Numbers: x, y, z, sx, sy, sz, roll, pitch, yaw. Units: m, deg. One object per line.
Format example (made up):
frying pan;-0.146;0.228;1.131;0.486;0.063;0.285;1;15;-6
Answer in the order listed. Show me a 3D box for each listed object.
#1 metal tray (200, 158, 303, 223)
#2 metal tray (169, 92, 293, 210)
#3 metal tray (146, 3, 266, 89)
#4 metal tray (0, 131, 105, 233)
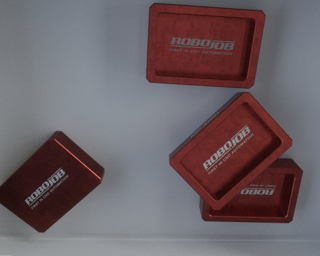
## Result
metal tray;0.126;0.089;0.442;0.131;0.030;0.089;2;110;-1
metal tray;0.087;0.028;0.393;0.130;0.030;0.090;-43;95;3
metal tray;0.051;-0.098;0.372;0.131;0.030;0.089;3;110;-2
metal tray;-0.155;0.078;0.436;0.130;0.030;0.090;-41;105;13
